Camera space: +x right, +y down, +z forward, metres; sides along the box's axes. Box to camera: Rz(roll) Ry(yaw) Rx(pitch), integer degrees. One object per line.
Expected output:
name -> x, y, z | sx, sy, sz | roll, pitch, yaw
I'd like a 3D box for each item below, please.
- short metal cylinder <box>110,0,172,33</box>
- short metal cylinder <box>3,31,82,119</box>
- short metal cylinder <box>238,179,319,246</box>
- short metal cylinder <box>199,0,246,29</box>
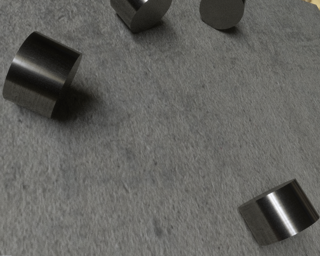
short metal cylinder -> -0.028, -0.193, 0.473 | 0.081, 0.080, 0.050 | -32, 80, -38
short metal cylinder -> -0.125, -0.056, 0.336 | 0.050, 0.080, 0.080 | 25, 53, -13
short metal cylinder -> 0.146, 0.104, 0.386 | 0.081, 0.080, 0.050 | -16, 71, -35
short metal cylinder -> 0.118, -0.233, 0.577 | 0.080, 0.080, 0.050 | 27, 52, -12
